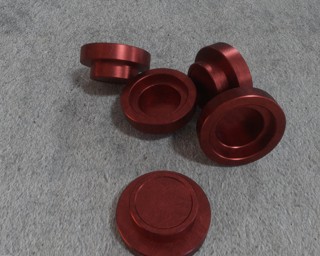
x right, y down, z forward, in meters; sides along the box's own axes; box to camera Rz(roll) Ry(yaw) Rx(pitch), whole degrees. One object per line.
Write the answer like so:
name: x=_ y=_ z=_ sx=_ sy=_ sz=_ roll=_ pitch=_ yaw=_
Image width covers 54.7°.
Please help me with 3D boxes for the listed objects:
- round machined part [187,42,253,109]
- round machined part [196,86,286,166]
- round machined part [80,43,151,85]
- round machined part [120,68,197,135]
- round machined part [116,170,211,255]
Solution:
round machined part: x=0.071 y=-0.058 z=0.405 sx=0.042 sy=0.097 sz=0.098 roll=-23 pitch=54 yaw=-19
round machined part: x=0.091 y=-0.006 z=0.363 sx=0.099 sy=0.097 sz=0.042 roll=-5 pitch=36 yaw=-4
round machined part: x=-0.064 y=-0.087 z=0.442 sx=0.099 sy=0.098 sz=0.042 roll=4 pitch=90 yaw=3
round machined part: x=0.000 y=-0.031 z=0.412 sx=0.099 sy=0.042 sz=0.098 roll=-4 pitch=54 yaw=6
round machined part: x=0.004 y=0.085 z=0.320 sx=0.099 sy=0.042 sz=0.098 roll=0 pitch=50 yaw=0
